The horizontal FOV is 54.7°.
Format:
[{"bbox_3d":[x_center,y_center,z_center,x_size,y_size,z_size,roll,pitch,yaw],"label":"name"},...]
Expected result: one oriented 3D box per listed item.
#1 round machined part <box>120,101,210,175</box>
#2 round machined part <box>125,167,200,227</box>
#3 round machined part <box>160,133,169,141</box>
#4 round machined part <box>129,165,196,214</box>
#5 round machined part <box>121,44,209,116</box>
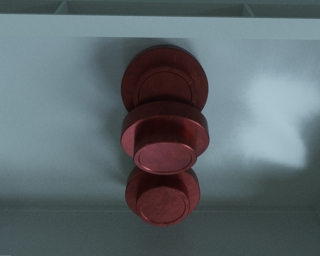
[{"bbox_3d":[0.005,0.018,0.344,0.099,0.042,0.097,0,143,0],"label":"round machined part"},{"bbox_3d":[0.004,0.090,0.405,0.099,0.042,0.097,0,119,0],"label":"round machined part"},{"bbox_3d":[0.002,0.018,0.411,0.099,0.042,0.097,0,129,0],"label":"round machined part"},{"bbox_3d":[0.004,0.096,0.460,0.099,0.042,0.098,0,145,0],"label":"round machined part"},{"bbox_3d":[0.005,-0.041,0.347,0.099,0.042,0.097,0,114,-1],"label":"round machined part"}]
